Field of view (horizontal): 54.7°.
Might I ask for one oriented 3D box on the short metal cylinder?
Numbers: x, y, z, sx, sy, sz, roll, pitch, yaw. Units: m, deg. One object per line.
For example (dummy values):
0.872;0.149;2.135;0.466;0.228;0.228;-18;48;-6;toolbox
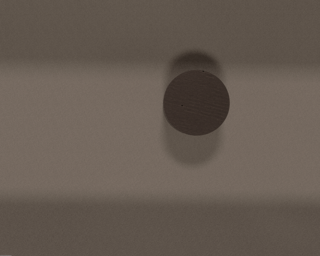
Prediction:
0.044;-0.031;0.400;0.081;0.050;0.079;0;90;-1;short metal cylinder
